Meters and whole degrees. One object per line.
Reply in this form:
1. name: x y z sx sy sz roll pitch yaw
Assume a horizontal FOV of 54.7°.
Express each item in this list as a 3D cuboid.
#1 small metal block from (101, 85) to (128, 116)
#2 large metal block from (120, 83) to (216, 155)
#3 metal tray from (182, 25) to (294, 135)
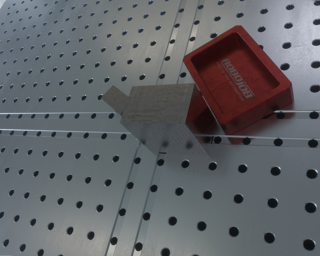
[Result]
1. small metal block: -0.048 -0.027 0.434 0.025 0.050 0.050 -48 51 -5
2. large metal block: 0.013 -0.008 0.371 0.080 0.080 0.050 1 63 29
3. metal tray: 0.094 -0.065 0.395 0.090 0.030 0.130 -29 52 9
